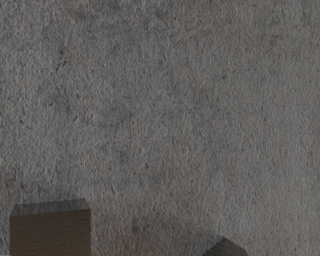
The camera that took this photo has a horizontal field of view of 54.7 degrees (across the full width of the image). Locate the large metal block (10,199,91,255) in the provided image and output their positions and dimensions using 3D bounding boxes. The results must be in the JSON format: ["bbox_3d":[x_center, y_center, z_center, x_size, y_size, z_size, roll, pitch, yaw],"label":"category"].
[{"bbox_3d":[-0.123,0.129,0.351,0.081,0.050,0.080,0,90,-20],"label":"large metal block"}]

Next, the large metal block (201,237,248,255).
[{"bbox_3d":[0.090,0.216,0.429,0.080,0.050,0.080,-30,100,-18],"label":"large metal block"}]
